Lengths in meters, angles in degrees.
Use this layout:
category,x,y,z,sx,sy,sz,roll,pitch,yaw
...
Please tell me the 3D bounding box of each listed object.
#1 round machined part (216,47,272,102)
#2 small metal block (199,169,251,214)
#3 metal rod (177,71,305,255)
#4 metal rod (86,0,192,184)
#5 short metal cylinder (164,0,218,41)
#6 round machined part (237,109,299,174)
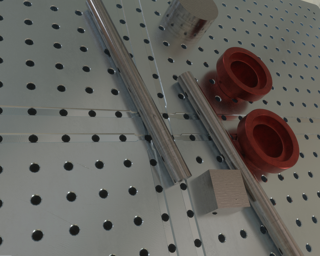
category,x,y,z,sx,sy,sz,roll,pitch,yaw
round machined part,0.136,-0.085,0.522,0.099,0.042,0.098,14,56,-21
small metal block,0.083,0.082,0.403,0.050,0.025,0.050,4,60,-26
metal rod,0.106,0.047,0.436,0.025,0.025,0.299,-18,71,-35
metal rod,-0.036,-0.063,0.426,0.025,0.025,0.299,-15,70,-34
short metal cylinder,0.054,-0.200,0.543,0.081,0.050,0.080,14,56,-21
round machined part,0.156,0.023,0.467,0.099,0.042,0.098,14,56,-21
